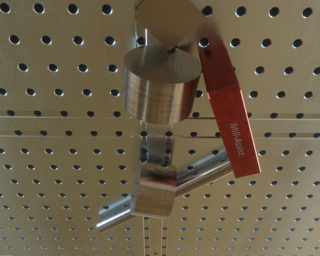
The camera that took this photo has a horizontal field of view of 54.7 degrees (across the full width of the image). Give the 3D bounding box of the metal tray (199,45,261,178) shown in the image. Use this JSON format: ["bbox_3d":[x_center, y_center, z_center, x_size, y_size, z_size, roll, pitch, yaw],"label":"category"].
[{"bbox_3d":[0.081,-0.017,0.355,0.030,0.090,0.130,-16,129,13],"label":"metal tray"}]

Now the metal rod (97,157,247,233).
[{"bbox_3d":[0.013,0.108,0.503,0.300,0.025,0.025,-31,124,23],"label":"metal rod"}]

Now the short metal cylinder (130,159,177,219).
[{"bbox_3d":[-0.011,0.089,0.451,0.050,0.080,0.079,11,129,-9],"label":"short metal cylinder"}]

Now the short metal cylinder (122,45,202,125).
[{"bbox_3d":[0.000,-0.048,0.334,0.081,0.080,0.050,5,130,-5],"label":"short metal cylinder"}]

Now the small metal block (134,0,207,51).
[{"bbox_3d":[0.010,-0.116,0.313,0.050,0.025,0.050,37,121,-27],"label":"small metal block"}]
